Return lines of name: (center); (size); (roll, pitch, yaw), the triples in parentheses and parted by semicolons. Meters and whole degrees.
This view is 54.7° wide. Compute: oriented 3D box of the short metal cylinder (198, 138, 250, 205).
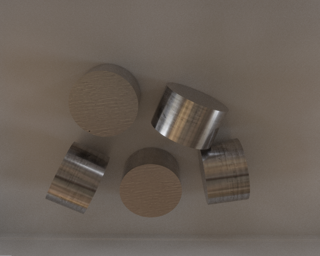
short metal cylinder: (0.080, 0.056, 0.402); (0.050, 0.080, 0.079); (-8, 110, 3)

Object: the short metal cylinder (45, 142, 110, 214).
short metal cylinder: (-0.105, 0.064, 0.402); (0.050, 0.080, 0.080); (26, 108, -10)

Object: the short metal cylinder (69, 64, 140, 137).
short metal cylinder: (-0.066, -0.035, 0.382); (0.081, 0.050, 0.079); (0, 110, -1)

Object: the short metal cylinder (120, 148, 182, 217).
short metal cylinder: (-0.012, 0.074, 0.423); (0.081, 0.050, 0.079); (0, 110, -1)

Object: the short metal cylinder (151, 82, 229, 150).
short metal cylinder: (0.036, -0.016, 0.376); (0.080, 0.080, 0.050); (20, 109, -8)
